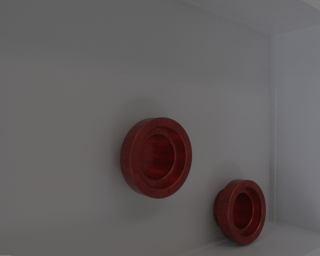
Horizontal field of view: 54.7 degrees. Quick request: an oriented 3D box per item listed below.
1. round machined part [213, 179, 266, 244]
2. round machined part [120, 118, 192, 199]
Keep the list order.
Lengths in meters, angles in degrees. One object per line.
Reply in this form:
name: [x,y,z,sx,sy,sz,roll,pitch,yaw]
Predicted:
round machined part: [0.124,0.131,0.496,0.099,0.042,0.097,4,84,-39]
round machined part: [-0.009,0.036,0.388,0.099,0.042,0.097,0,90,-40]
